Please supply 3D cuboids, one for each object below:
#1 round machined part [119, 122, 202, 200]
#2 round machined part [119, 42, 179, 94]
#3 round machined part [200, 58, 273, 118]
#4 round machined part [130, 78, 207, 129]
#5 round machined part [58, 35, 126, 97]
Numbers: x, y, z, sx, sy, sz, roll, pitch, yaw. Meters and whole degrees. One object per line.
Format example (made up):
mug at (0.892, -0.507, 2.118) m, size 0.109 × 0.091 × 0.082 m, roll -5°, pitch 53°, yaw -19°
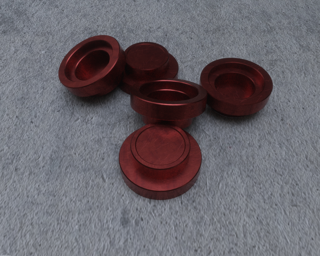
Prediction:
round machined part at (0.001, 0.031, 0.367) m, size 0.099 × 0.042 × 0.098 m, roll 0°, pitch 50°, yaw 0°
round machined part at (-0.021, -0.095, 0.472) m, size 0.099 × 0.042 × 0.098 m, roll 0°, pitch 50°, yaw 0°
round machined part at (0.105, -0.053, 0.439) m, size 0.099 × 0.042 × 0.098 m, roll 0°, pitch 50°, yaw 0°
round machined part at (0.011, -0.030, 0.406) m, size 0.099 × 0.042 × 0.098 m, roll 2°, pitch 27°, yaw -1°
round machined part at (-0.093, -0.085, 0.450) m, size 0.098 × 0.042 × 0.098 m, roll -11°, pitch 56°, yaw 17°
